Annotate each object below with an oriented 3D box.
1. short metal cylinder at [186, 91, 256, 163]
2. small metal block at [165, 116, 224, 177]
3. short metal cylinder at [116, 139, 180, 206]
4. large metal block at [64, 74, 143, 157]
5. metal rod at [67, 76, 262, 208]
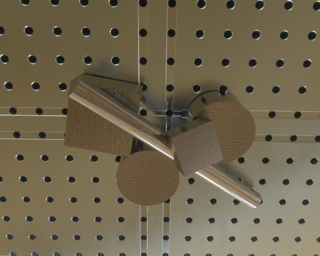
[{"bbox_3d":[0.075,-0.002,0.396,0.081,0.050,0.079,0,110,0],"label":"short metal cylinder"},{"bbox_3d":[0.039,0.020,0.357,0.050,0.025,0.050,-23,109,-11],"label":"small metal block"},{"bbox_3d":[-0.015,0.056,0.417,0.081,0.050,0.079,0,110,0],"label":"short metal cylinder"},{"bbox_3d":[-0.069,-0.017,0.387,0.081,0.050,0.079,10,110,-4],"label":"large metal block"},{"bbox_3d":[0.025,0.031,0.384,0.301,0.025,0.025,33,107,-27],"label":"metal rod"}]
